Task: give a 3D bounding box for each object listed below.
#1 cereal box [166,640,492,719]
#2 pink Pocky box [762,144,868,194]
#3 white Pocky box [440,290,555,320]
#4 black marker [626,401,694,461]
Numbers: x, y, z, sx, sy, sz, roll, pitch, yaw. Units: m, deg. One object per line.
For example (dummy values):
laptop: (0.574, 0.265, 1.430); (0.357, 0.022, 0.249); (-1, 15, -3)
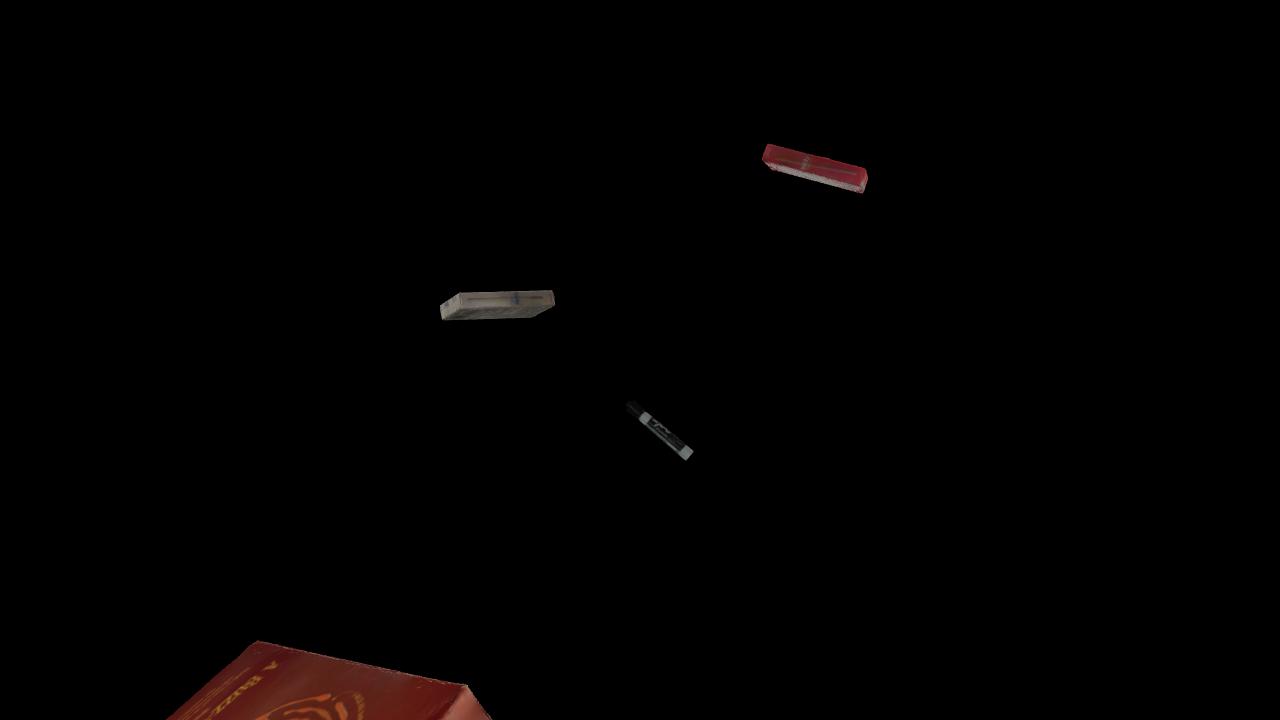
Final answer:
cereal box: (-0.254, 0.301, 0.399); (0.306, 0.081, 0.203); (-11, 21, 35)
pink Pocky box: (0.271, -0.295, 0.951); (0.155, 0.029, 0.084); (22, 14, 19)
white Pocky box: (-0.216, -0.083, 0.940); (0.154, 0.028, 0.084); (-6, -6, -38)
black marker: (0.027, 0.102, 0.908); (0.121, 0.020, 0.020); (40, 6, 8)
